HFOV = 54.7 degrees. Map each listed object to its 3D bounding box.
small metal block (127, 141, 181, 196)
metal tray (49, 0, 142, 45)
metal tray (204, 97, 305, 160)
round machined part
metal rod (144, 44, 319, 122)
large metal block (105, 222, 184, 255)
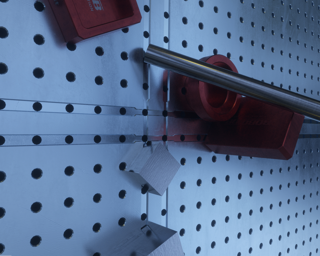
[{"bbox_3d":[-0.007,0.053,0.406,0.050,0.025,0.050,50,61,-29],"label":"small metal block"},{"bbox_3d":[-0.081,-0.167,0.338,0.091,0.030,0.129,-32,110,-36],"label":"metal tray"},{"bbox_3d":[0.138,-0.003,0.459,0.030,0.130,0.090,41,65,-33],"label":"metal tray"},{"bbox_3d":[0.076,-0.058,0.464,0.099,0.042,0.097,0,90,-40],"label":"round machined part"},{"bbox_3d":[0.126,-0.048,0.397,0.301,0.025,0.025,19,74,2],"label":"metal rod"},{"bbox_3d":[-0.013,0.178,0.384,0.081,0.050,0.080,-25,106,-37],"label":"large metal block"}]
